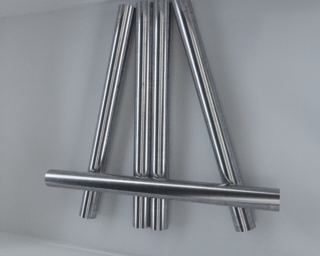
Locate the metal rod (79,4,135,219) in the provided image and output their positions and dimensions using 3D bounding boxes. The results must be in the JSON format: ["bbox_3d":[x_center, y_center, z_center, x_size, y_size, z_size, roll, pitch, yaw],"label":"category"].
[{"bbox_3d":[-0.074,-0.020,0.435,0.025,0.025,0.298,13,94,19],"label":"metal rod"}]

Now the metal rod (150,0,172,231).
[{"bbox_3d":[0.001,-0.018,0.409,0.025,0.025,0.298,1,90,20],"label":"metal rod"}]

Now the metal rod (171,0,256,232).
[{"bbox_3d":[0.065,-0.023,0.386,0.025,0.025,0.299,-17,84,19],"label":"metal rod"}]

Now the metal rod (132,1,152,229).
[{"bbox_3d":[-0.022,-0.017,0.417,0.025,0.025,0.298,1,90,20],"label":"metal rod"}]

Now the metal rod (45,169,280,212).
[{"bbox_3d":[-0.012,0.074,0.386,0.301,0.025,0.025,2,91,20],"label":"metal rod"}]
